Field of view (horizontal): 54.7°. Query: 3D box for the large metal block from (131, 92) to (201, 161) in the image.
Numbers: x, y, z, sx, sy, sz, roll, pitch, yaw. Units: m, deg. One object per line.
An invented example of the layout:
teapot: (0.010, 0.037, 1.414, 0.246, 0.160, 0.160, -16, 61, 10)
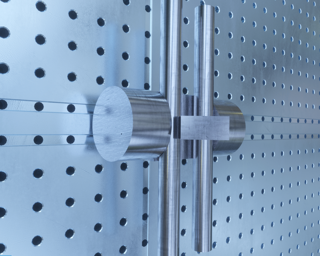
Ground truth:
large metal block: (0.008, -0.002, 0.395, 0.081, 0.050, 0.079, 1, 90, -40)

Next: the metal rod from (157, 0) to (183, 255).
metal rod: (0.011, 0.002, 0.350, 0.025, 0.025, 0.298, 1, 89, -40)

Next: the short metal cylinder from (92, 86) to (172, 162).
short metal cylinder: (-0.033, -0.004, 0.342, 0.050, 0.080, 0.079, 2, 89, -40)

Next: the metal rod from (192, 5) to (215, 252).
metal rod: (0.054, 0.000, 0.385, 0.025, 0.025, 0.298, 1, 89, -40)

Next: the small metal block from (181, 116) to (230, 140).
small metal block: (0.049, 0.000, 0.348, 0.050, 0.050, 0.025, 1, 90, 4)

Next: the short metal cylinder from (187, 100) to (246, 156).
short metal cylinder: (0.069, 0.000, 0.426, 0.050, 0.080, 0.079, 1, 90, -39)
